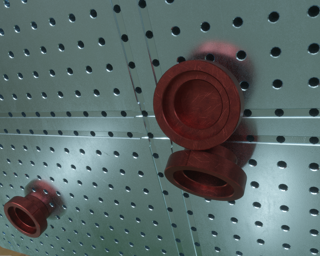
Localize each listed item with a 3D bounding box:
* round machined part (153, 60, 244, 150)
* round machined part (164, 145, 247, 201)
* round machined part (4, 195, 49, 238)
[{"bbox_3d":[0.045,-0.028,0.349,0.098,0.042,0.097,6,106,24],"label":"round machined part"},{"bbox_3d":[0.058,0.051,0.385,0.098,0.042,0.098,16,152,9],"label":"round machined part"},{"bbox_3d":[-0.279,0.183,0.662,0.098,0.042,0.097,13,124,21],"label":"round machined part"}]
